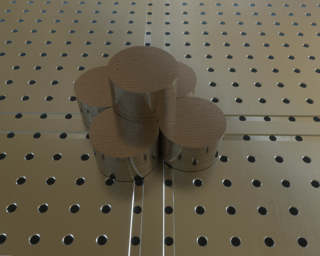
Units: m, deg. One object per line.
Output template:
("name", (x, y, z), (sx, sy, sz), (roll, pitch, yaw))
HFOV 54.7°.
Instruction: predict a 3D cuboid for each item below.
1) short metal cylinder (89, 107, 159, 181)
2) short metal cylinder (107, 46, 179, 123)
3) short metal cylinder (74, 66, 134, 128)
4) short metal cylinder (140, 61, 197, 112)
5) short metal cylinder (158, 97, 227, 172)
("short metal cylinder", (-0.041, 0.017, 0.375), (0.081, 0.050, 0.080), (0, 50, 0))
("short metal cylinder", (-0.020, -0.053, 0.368), (0.081, 0.050, 0.080), (1, 51, -1))
("short metal cylinder", (-0.071, -0.040, 0.423), (0.081, 0.050, 0.080), (0, 50, 0))
("short metal cylinder", (0.009, -0.051, 0.433), (0.081, 0.050, 0.080), (0, 50, 0))
("short metal cylinder", (0.038, 0.007, 0.385), (0.081, 0.050, 0.080), (0, 50, 0))
